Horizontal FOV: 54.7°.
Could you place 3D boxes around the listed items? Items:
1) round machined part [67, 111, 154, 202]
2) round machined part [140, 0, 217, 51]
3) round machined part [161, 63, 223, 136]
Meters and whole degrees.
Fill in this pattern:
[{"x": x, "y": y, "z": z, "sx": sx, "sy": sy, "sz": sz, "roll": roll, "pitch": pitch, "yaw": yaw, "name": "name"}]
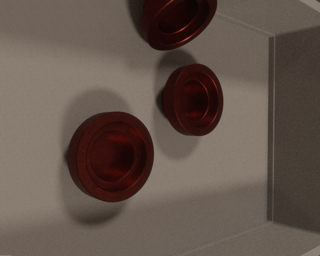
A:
[{"x": -0.058, "y": 0.031, "z": 0.349, "sx": 0.099, "sy": 0.042, "sz": 0.097, "roll": 0, "pitch": 90, "yaw": -40, "name": "round machined part"}, {"x": 0.018, "y": -0.146, "z": 0.387, "sx": 0.099, "sy": 0.097, "sz": 0.042, "roll": -13, "pitch": 66, "yaw": -40, "name": "round machined part"}, {"x": 0.041, "y": -0.038, "z": 0.432, "sx": 0.099, "sy": 0.042, "sz": 0.097, "roll": 0, "pitch": 90, "yaw": -40, "name": "round machined part"}]
